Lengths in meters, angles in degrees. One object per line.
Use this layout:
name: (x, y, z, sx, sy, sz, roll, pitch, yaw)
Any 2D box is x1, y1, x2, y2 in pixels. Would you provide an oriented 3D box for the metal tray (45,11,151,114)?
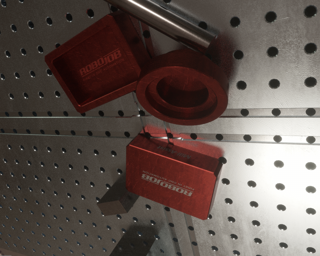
metal tray: (-0.078, -0.079, 0.398, 0.130, 0.030, 0.090, -18, 109, 34)

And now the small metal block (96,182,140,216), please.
small metal block: (-0.064, 0.112, 0.496, 0.050, 0.050, 0.025, -18, 109, 34)

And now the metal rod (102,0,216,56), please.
metal rod: (-0.075, -0.164, 0.347, 0.301, 0.025, 0.025, 31, 128, 7)

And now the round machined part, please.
round machined part: (0.026, -0.047, 0.340, 0.099, 0.042, 0.098, 9, 148, 6)

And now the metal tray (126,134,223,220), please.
metal tray: (0.016, 0.070, 0.442, 0.130, 0.030, 0.089, 17, 125, 18)

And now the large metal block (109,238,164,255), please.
large metal block: (-0.036, 0.251, 0.567, 0.080, 0.050, 0.080, -11, 113, 32)
